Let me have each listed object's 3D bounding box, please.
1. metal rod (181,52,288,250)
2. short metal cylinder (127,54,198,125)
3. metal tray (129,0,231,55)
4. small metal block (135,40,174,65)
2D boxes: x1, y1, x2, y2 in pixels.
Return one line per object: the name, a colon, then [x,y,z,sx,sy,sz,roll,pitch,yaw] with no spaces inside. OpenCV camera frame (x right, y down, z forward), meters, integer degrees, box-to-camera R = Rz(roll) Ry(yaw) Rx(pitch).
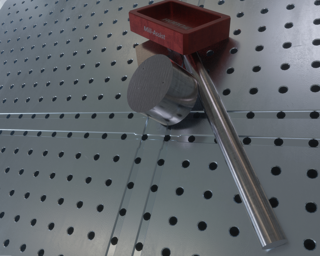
metal rod: [0.072,-0.008,0.375,0.025,0.025,0.299,-26,53,12]
short metal cylinder: [0.003,-0.049,0.406,0.080,0.050,0.080,-21,58,37]
metal tray: [0.027,-0.154,0.460,0.091,0.030,0.130,-29,45,-28]
small metal block: [-0.008,-0.112,0.482,0.050,0.025,0.050,-21,54,15]
